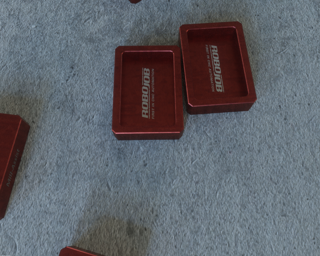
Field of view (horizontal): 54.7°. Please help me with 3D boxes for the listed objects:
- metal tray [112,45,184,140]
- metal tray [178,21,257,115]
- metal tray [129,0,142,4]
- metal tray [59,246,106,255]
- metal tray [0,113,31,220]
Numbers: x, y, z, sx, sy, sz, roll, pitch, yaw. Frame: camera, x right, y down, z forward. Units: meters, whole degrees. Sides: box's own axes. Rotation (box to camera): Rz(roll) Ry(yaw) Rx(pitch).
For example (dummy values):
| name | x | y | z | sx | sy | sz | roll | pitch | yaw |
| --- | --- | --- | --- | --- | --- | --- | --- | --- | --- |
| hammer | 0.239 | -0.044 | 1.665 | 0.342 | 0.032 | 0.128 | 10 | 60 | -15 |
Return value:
| name | x | y | z | sx | sy | sz | roll | pitch | yaw |
| --- | --- | --- | --- | --- | --- | --- | --- | --- | --- |
| metal tray | -0.016 | -0.050 | 0.423 | 0.091 | 0.030 | 0.130 | -1 | 70 | -1 |
| metal tray | 0.077 | -0.086 | 0.437 | 0.091 | 0.030 | 0.130 | -4 | 70 | -2 |
| metal tray | -0.019 | -0.270 | 0.504 | 0.131 | 0.030 | 0.090 | -37 | 74 | -13 |
| metal tray | -0.082 | 0.204 | 0.330 | 0.090 | 0.030 | 0.130 | 15 | 71 | 5 |
| metal tray | -0.228 | 0.044 | 0.388 | 0.091 | 0.030 | 0.130 | 7 | 70 | 2 |
